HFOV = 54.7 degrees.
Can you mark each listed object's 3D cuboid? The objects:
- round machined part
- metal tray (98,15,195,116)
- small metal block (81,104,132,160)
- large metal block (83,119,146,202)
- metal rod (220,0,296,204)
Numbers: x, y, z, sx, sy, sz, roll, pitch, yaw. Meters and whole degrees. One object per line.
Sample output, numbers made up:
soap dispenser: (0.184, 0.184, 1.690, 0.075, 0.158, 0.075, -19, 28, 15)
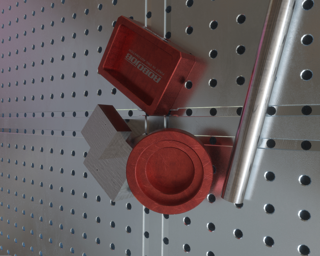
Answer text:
round machined part: (0.013, 0.048, 0.367, 0.099, 0.042, 0.097, 1, 98, 6)
metal tray: (-0.024, -0.086, 0.423, 0.130, 0.030, 0.089, 41, 114, 32)
small metal block: (-0.070, 0.005, 0.400, 0.050, 0.025, 0.050, 51, 119, 27)
large metal block: (-0.053, 0.043, 0.434, 0.080, 0.050, 0.080, 44, 116, 31)
metal rod: (0.109, -0.066, 0.318, 0.025, 0.025, 0.298, 19, 102, 38)
